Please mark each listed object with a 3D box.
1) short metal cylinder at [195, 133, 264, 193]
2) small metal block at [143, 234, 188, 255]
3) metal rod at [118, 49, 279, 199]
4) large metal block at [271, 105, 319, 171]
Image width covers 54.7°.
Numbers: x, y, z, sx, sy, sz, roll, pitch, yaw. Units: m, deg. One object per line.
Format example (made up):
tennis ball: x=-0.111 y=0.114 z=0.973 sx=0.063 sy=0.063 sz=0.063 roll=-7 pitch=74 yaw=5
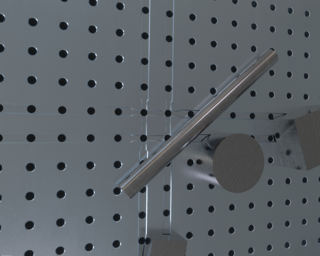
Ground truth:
short metal cylinder: x=0.097 y=0.047 z=0.436 sx=0.081 sy=0.050 sz=0.079 roll=0 pitch=90 yaw=-20
small metal block: x=0.006 y=0.172 z=0.415 sx=0.050 sy=0.025 sz=0.050 roll=9 pitch=87 yaw=-20
metal rod: x=0.063 y=-0.014 z=0.435 sx=0.301 sy=0.025 sz=0.025 roll=-42 pitch=103 yaw=-15
large metal block: x=0.231 y=0.013 z=0.485 sx=0.081 sy=0.050 sz=0.080 roll=-19 pitch=97 yaw=-19
